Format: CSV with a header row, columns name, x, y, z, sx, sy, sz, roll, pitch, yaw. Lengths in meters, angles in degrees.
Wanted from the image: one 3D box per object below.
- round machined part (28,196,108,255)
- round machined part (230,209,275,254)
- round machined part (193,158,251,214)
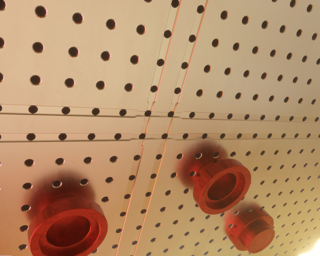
name,x,y,z,sx,sy,sz,roll,pitch,yaw
round machined part,-0.123,0.131,0.413,0.099,0.042,0.097,-14,124,-21
round machined part,0.198,0.220,0.643,0.099,0.042,0.097,-14,124,-21
round machined part,0.096,0.090,0.507,0.099,0.042,0.097,-14,124,-21
